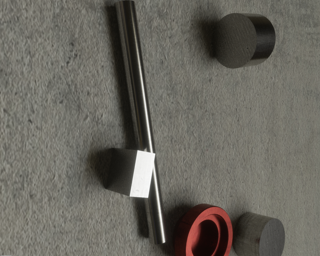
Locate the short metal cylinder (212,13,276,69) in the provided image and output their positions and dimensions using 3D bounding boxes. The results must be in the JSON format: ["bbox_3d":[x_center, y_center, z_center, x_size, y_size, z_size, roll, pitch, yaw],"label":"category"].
[{"bbox_3d":[0.127,-0.134,0.475,0.050,0.080,0.079,-16,100,-39],"label":"short metal cylinder"}]

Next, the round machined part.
[{"bbox_3d":[0.056,0.157,0.441,0.099,0.042,0.097,0,90,-40],"label":"round machined part"}]

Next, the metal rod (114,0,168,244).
[{"bbox_3d":[-0.022,-0.001,0.385,0.025,0.025,0.298,-13,99,-39],"label":"metal rod"}]

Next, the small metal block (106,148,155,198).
[{"bbox_3d":[-0.035,0.051,0.359,0.025,0.050,0.050,15,80,-39],"label":"small metal block"}]

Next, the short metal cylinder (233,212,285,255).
[{"bbox_3d":[0.171,0.190,0.532,0.081,0.050,0.079,0,90,-40],"label":"short metal cylinder"}]
